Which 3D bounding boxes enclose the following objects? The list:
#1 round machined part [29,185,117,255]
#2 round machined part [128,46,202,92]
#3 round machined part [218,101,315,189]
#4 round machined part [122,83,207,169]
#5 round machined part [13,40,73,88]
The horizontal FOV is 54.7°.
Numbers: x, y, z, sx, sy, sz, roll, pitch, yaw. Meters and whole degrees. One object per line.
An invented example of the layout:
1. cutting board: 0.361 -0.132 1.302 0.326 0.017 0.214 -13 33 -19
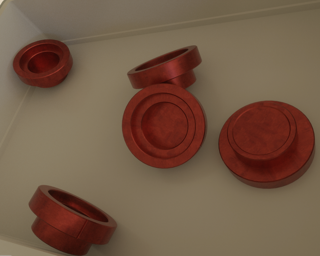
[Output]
1. round machined part: -0.101 0.106 0.346 0.098 0.098 0.042 22 79 36
2. round machined part: 0.010 -0.072 0.413 0.098 0.042 0.098 -20 18 7
3. round machined part: 0.110 0.011 0.330 0.098 0.042 0.098 -13 56 20
4. round machined part: 0.008 -0.003 0.373 0.098 0.042 0.097 1 93 15
5. round machined part: -0.204 -0.110 0.554 0.099 0.042 0.098 -2 55 3
